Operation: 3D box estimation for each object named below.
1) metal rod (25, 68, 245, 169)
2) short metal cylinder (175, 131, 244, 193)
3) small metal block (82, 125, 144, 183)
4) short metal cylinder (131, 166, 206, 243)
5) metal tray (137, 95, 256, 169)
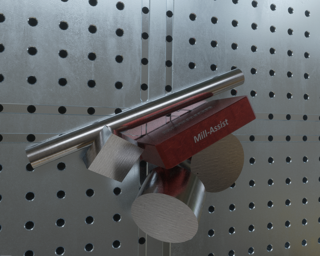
[{"bbox_3d":[-0.017,-0.020,0.402,0.302,0.025,0.025,-23,98,-19],"label":"metal rod"},{"bbox_3d":[0.064,0.040,0.414,0.081,0.050,0.079,-4,100,-24],"label":"short metal cylinder"},{"bbox_3d":[-0.056,0.032,0.375,0.050,0.025,0.050,31,96,-37],"label":"small metal block"},{"bbox_3d":[0.012,0.092,0.377,0.080,0.080,0.050,49,34,-14],"label":"short metal cylinder"},{"bbox_3d":[0.042,0.002,0.390,0.131,0.090,0.030,-28,100,-18],"label":"metal tray"}]
